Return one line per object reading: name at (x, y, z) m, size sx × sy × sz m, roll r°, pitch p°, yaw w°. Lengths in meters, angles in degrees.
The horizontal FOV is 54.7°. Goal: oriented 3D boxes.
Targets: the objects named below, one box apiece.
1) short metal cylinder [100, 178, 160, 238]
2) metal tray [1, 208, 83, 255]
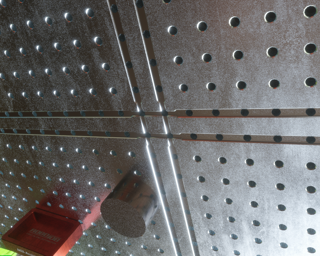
short metal cylinder at (-0.048, 0.128, 0.498) m, size 0.080 × 0.050 × 0.079 m, roll 13°, pitch 124°, yaw 20°
metal tray at (-0.235, 0.216, 0.623) m, size 0.130 × 0.090 × 0.030 m, roll 8°, pitch 122°, yaw 23°
